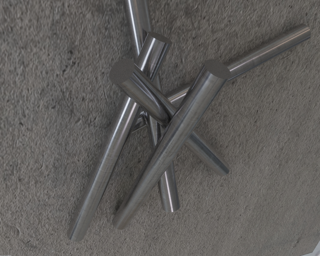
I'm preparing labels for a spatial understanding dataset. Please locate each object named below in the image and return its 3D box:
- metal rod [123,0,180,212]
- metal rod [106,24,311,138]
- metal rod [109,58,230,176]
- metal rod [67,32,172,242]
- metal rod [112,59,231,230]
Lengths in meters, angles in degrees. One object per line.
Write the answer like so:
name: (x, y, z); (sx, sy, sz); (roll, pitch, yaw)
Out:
metal rod: (-0.007, -0.026, 0.357); (0.025, 0.025, 0.298); (-19, 117, -18)
metal rod: (0.071, -0.063, 0.405); (0.302, 0.025, 0.025); (-28, 128, -10)
metal rod: (0.035, 0.009, 0.383); (0.025, 0.025, 0.300); (-45, 144, 3)
metal rod: (-0.059, 0.031, 0.365); (0.025, 0.025, 0.298); (7, 123, -32)
metal rod: (-0.005, 0.045, 0.362); (0.025, 0.025, 0.298); (0, 141, -28)
